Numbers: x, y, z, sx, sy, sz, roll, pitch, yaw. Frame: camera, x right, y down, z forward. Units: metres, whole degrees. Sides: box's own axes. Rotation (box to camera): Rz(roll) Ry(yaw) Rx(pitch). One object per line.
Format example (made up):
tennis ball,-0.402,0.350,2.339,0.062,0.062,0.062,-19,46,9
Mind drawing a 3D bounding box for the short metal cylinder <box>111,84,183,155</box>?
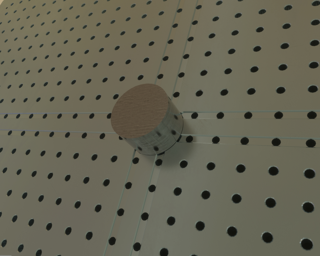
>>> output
short metal cylinder,-0.016,-0.011,0.405,0.080,0.050,0.080,-13,56,20
